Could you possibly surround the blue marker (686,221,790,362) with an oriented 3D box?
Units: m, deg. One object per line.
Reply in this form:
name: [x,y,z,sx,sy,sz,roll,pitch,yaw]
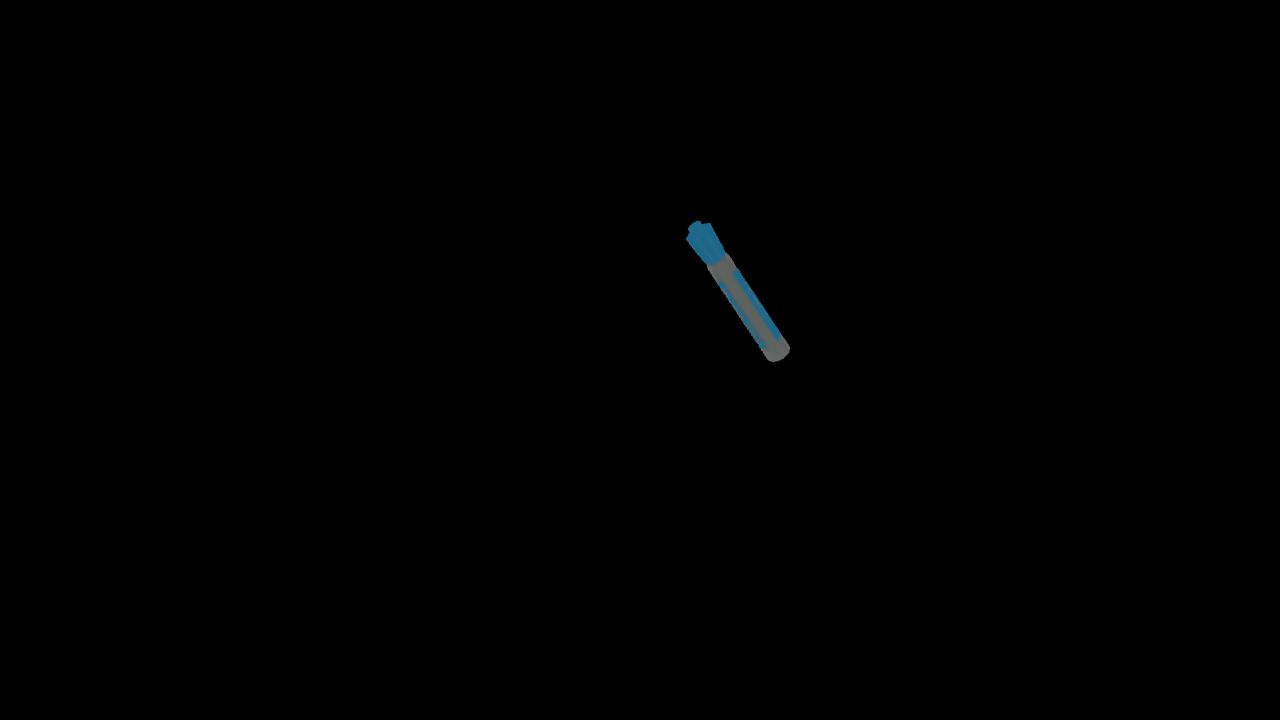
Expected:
blue marker: [0.069,-0.046,0.428,0.020,0.020,0.121,0,-44,51]
